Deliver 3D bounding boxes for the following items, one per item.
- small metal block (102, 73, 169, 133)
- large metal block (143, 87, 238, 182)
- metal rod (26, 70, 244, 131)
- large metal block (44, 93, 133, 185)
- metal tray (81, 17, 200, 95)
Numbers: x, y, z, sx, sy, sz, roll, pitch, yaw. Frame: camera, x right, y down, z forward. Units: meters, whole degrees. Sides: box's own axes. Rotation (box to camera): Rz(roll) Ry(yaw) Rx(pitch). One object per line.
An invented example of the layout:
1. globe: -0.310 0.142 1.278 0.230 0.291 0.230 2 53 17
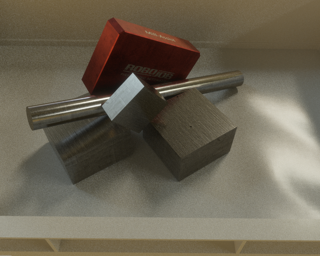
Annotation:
1. small metal block: -0.027 -0.026 0.345 0.050 0.050 0.025 -45 56 11
2. large metal block: 0.034 0.006 0.383 0.081 0.050 0.080 -27 55 -21
3. metal rod: -0.006 -0.042 0.390 0.303 0.025 0.025 -15 50 -32
4. large metal block: -0.090 0.008 0.376 0.081 0.050 0.080 -27 55 -21
5. metal tray: -0.021 -0.077 0.390 0.131 0.089 0.030 1 42 -43
